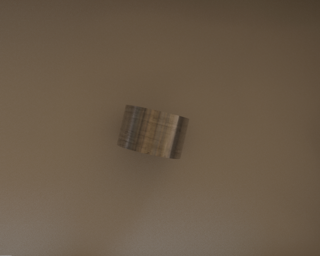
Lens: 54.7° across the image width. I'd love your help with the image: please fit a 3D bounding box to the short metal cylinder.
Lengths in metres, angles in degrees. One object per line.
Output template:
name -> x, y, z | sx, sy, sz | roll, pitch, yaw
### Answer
short metal cylinder -> -0.008, 0.005, 0.384 | 0.080, 0.080, 0.050 | 13, 90, -1
